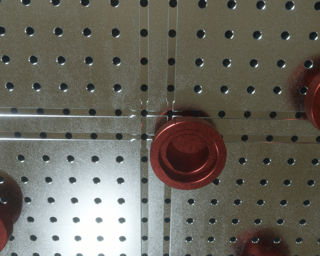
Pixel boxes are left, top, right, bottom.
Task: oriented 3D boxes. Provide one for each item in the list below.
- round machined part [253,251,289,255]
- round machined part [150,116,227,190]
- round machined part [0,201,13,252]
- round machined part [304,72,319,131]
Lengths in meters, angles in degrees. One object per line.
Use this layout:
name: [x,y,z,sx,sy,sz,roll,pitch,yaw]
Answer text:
round machined part: [0.175,0.237,0.493,0.099,0.042,0.097,0,110,0]
round machined part: [0.036,0.030,0.416,0.099,0.042,0.097,0,110,0]
round machined part: [-0.264,0.139,0.453,0.099,0.042,0.097,0,110,0]
round machined part: [0.232,-0.038,0.392,0.099,0.042,0.097,0,110,0]
